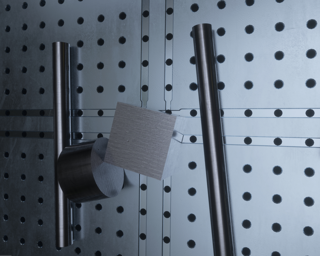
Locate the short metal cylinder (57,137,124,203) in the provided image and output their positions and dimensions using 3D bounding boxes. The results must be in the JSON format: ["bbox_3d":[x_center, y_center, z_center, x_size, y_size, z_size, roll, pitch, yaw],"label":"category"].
[{"bbox_3d":[-0.090,0.057,0.414,0.050,0.080,0.080,-15,85,19],"label":"short metal cylinder"}]

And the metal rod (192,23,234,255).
[{"bbox_3d":[0.067,0.020,0.388,0.025,0.025,0.298,-6,88,19],"label":"metal rod"}]

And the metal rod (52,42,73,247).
[{"bbox_3d":[-0.145,0.024,0.462,0.025,0.025,0.298,-1,90,19],"label":"metal rod"}]

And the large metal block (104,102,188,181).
[{"bbox_3d":[-0.018,0.015,0.405,0.080,0.050,0.079,15,95,19],"label":"large metal block"}]
